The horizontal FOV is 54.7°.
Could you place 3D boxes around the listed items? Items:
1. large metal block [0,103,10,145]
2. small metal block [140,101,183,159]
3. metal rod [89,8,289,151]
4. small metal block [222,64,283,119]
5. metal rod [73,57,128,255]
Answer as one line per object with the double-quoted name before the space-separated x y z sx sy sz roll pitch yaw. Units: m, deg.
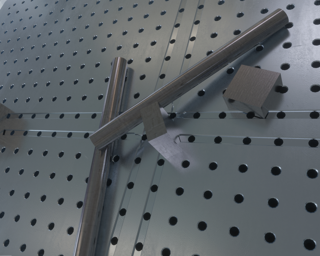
"large metal block" -0.337 -0.005 0.573 0.080 0.050 0.080 -16 55 19
"small metal block" 0.002 0.003 0.389 0.025 0.050 0.050 -26 53 12
"metal rod" 0.039 -0.064 0.411 0.301 0.025 0.025 -34 51 -1
"small metal block" 0.113 -0.045 0.377 0.050 0.025 0.050 23 74 36
"metal rod" -0.077 0.022 0.435 0.025 0.025 0.299 -9 58 23
